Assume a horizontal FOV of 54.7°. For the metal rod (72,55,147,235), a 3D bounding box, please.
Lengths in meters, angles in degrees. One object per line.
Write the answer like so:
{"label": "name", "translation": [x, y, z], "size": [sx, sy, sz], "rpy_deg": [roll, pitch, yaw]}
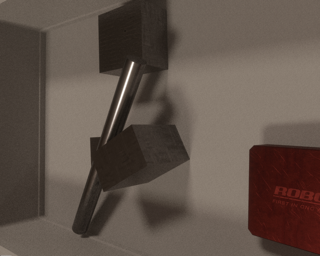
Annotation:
{"label": "metal rod", "translation": [-0.078, 0.041, 0.431], "size": [0.025, 0.025, 0.298], "rpy_deg": [42, 123, 31]}

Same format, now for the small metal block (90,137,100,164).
{"label": "small metal block", "translation": [-0.079, 0.038, 0.470], "size": [0.050, 0.025, 0.050], "rpy_deg": [-4, 87, 39]}

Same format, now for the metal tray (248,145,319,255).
{"label": "metal tray", "translation": [0.145, 0.063, 0.274], "size": [0.130, 0.030, 0.089], "rpy_deg": [2, 91, 46]}

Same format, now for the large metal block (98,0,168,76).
{"label": "large metal block", "translation": [-0.037, -0.116, 0.419], "size": [0.080, 0.050, 0.079], "rpy_deg": [-2, 89, 39]}

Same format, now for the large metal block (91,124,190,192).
{"label": "large metal block", "translation": [-0.024, 0.036, 0.389], "size": [0.080, 0.081, 0.050], "rpy_deg": [-35, 69, 34]}
